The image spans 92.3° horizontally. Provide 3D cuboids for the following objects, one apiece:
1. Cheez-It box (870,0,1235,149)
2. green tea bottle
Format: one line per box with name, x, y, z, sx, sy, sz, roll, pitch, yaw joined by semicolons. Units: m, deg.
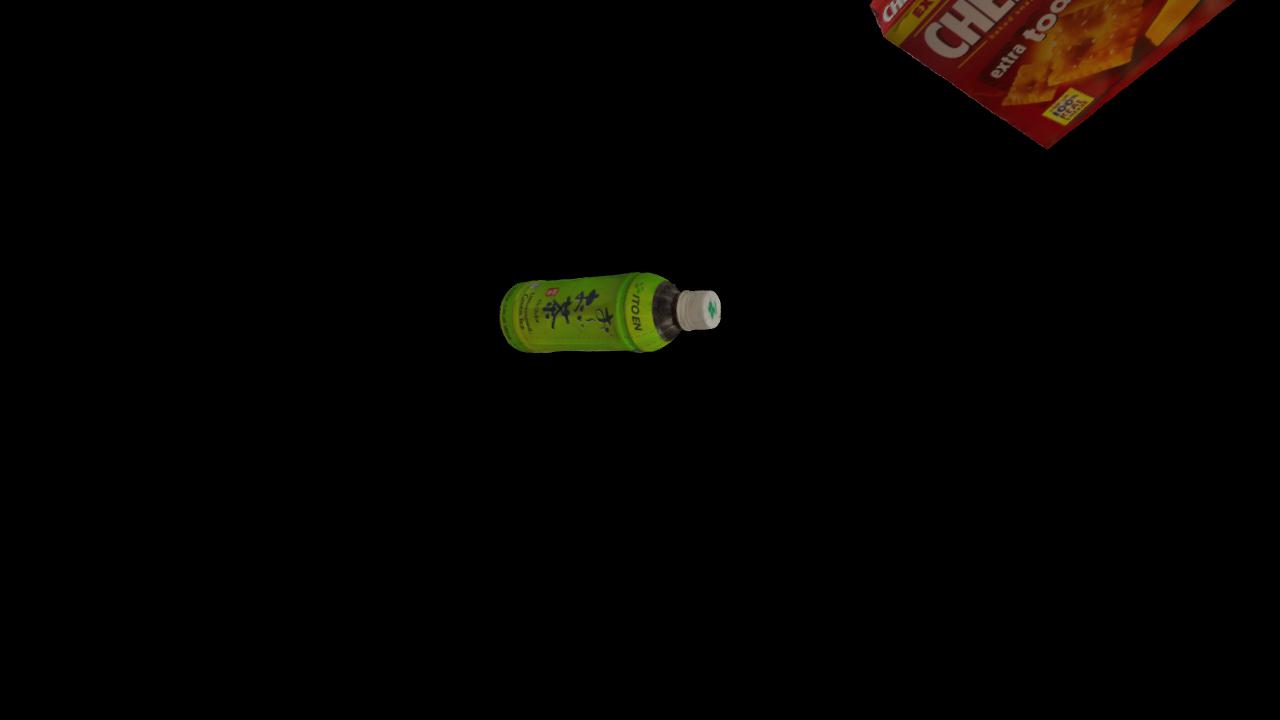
Cheez-It box;0.336;-0.300;0.509;0.223;0.071;0.166;19;-40;-22
green tea bottle;-0.028;-0.040;0.542;0.212;0.073;0.073;1;1;33
